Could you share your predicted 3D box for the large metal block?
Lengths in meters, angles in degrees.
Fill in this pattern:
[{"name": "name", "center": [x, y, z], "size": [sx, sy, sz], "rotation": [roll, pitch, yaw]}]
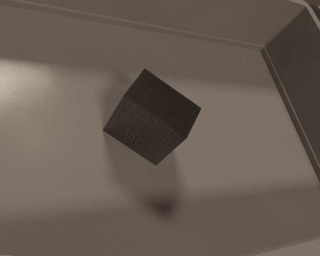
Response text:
[{"name": "large metal block", "center": [-0.011, -0.010, 0.372], "size": [0.080, 0.080, 0.050], "rotation": [35, 51, -6]}]
